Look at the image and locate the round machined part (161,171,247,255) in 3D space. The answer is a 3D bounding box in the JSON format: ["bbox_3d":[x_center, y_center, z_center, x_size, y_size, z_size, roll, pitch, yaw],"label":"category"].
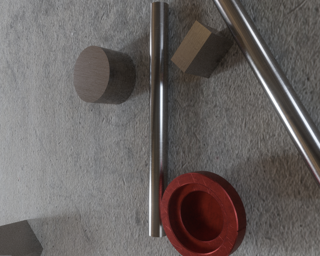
[{"bbox_3d":[0.052,0.097,0.350,0.098,0.042,0.097,0,90,39],"label":"round machined part"}]

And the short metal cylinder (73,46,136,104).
[{"bbox_3d":[-0.081,-0.075,0.453,0.080,0.050,0.079,0,90,39],"label":"short metal cylinder"}]

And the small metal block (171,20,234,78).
[{"bbox_3d":[0.048,-0.086,0.348,0.025,0.050,0.050,50,119,28],"label":"small metal block"}]

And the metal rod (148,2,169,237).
[{"bbox_3d":[-0.002,-0.011,0.404,0.025,0.025,0.298,1,90,39],"label":"metal rod"}]

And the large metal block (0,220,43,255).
[{"bbox_3d":[-0.290,0.235,0.605,0.080,0.081,0.050,41,115,32],"label":"large metal block"}]

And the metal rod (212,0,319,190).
[{"bbox_3d":[0.104,-0.068,0.317,0.025,0.025,0.299,-36,68,34],"label":"metal rod"}]
